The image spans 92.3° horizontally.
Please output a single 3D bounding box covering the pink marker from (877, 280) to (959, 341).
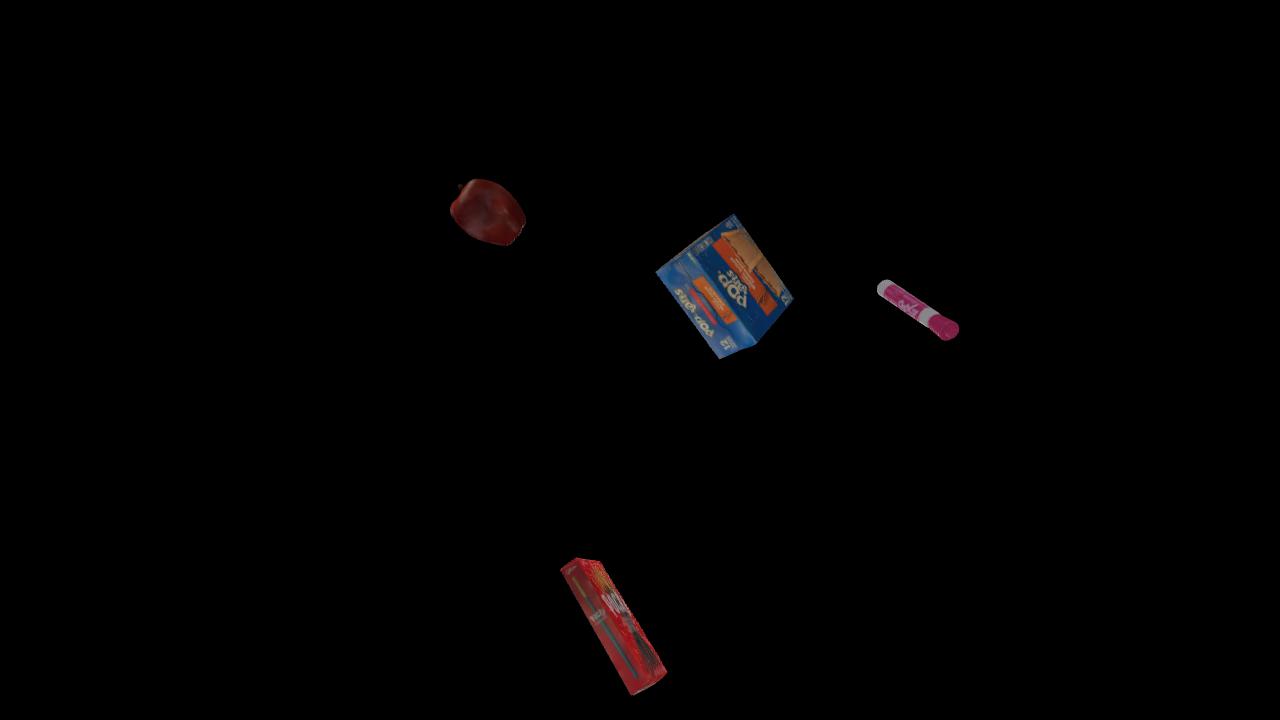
[{"bbox_3d":[0.270,-0.050,0.602,0.020,0.020,0.121,0,27,-10],"label":"pink marker"}]

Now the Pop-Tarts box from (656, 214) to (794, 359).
[{"bbox_3d":[0.133,-0.113,0.936,0.083,0.167,0.141,-29,10,49],"label":"Pop-Tarts box"}]

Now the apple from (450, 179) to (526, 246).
[{"bbox_3d":[-0.192,-0.187,0.776,0.093,0.079,0.079,37,-19,-26],"label":"apple"}]

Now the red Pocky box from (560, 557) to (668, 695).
[{"bbox_3d":[-0.030,0.299,0.704,0.028,0.155,0.083,-38,-25,2],"label":"red Pocky box"}]
